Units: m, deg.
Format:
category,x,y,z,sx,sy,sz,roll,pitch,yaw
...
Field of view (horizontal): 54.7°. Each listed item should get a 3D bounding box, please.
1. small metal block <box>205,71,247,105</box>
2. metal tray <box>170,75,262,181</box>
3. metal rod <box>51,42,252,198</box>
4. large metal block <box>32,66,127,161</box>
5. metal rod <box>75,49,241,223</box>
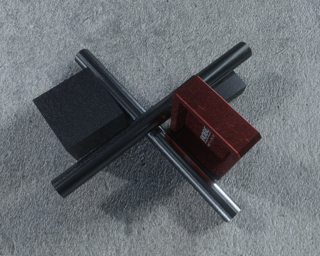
category,x,y,z,sx,sy,sz,roll,pitch,yaw
small metal block,0.083,-0.059,0.432,0.050,0.025,0.050,-34,74,-12
metal tray,0.054,0.007,0.351,0.030,0.130,0.090,-41,75,-13
metal rod,-0.001,-0.018,0.389,0.301,0.025,0.025,-37,75,-13
large metal block,-0.100,-0.018,0.400,0.080,0.050,0.080,-35,74,-12
metal rod,-0.012,0.000,0.409,0.025,0.025,0.300,-40,75,-13
